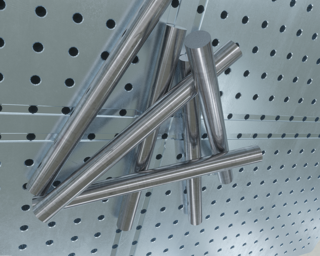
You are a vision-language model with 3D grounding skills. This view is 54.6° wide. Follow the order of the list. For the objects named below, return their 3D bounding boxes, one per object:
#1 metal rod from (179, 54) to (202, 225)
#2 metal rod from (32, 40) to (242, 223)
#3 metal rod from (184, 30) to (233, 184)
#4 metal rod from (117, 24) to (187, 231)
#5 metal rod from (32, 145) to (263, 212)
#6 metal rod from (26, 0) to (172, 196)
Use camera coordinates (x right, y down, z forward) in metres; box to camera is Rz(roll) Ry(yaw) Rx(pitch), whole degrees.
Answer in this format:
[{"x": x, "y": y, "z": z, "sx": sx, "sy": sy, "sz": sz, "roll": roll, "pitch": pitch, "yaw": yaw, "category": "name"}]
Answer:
[{"x": 0.049, "y": 0.037, "z": 0.459, "sx": 0.025, "sy": 0.025, "sz": 0.298, "roll": -18, "pitch": 126, "yaw": -18, "category": "metal rod"}, {"x": -0.026, "y": 0.004, "z": 0.365, "sx": 0.300, "sy": 0.025, "sz": 0.025, "roll": -40, "pitch": 129, "yaw": 0, "category": "metal rod"}, {"x": 0.073, "y": 0.001, "z": 0.405, "sx": 0.025, "sy": 0.025, "sz": 0.299, "roll": -33, "pitch": 143, "yaw": -6, "category": "metal rod"}, {"x": -0.018, "y": 0.017, "z": 0.411, "sx": 0.025, "sy": 0.025, "sz": 0.298, "roll": 1, "pitch": 118, "yaw": -29, "category": "metal rod"}, {"x": -0.009, "y": 0.066, "z": 0.409, "sx": 0.302, "sy": 0.025, "sz": 0.025, "roll": -12, "pitch": 124, "yaw": -8, "category": "metal rod"}, {"x": -0.065, "y": -0.046, "z": 0.346, "sx": 0.025, "sy": 0.025, "sz": 0.299, "roll": 27, "pitch": 104, "yaw": -37, "category": "metal rod"}]
